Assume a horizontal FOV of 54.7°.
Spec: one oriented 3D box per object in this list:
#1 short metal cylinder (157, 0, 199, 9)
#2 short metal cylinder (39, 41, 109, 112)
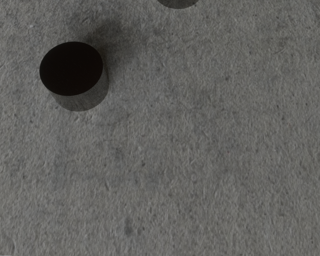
[{"bbox_3d":[0.029,-0.234,0.481,0.081,0.050,0.080,0,70,0],"label":"short metal cylinder"},{"bbox_3d":[-0.113,-0.068,0.419,0.081,0.050,0.080,0,70,0],"label":"short metal cylinder"}]
